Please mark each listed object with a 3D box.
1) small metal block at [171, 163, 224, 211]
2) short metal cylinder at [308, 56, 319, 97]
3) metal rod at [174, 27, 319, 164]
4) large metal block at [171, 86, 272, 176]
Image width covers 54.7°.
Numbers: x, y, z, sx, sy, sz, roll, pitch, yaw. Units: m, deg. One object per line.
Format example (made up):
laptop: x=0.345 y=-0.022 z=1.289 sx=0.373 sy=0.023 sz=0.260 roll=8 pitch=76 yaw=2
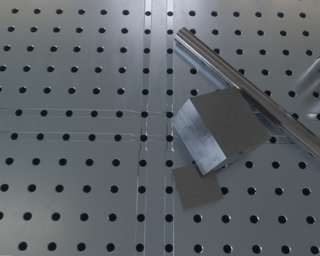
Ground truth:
small metal block: x=0.045 y=0.072 z=0.386 sx=0.050 sy=0.025 sz=0.050 roll=-15 pitch=71 yaw=-6
short metal cylinder: x=0.257 y=-0.079 z=0.429 sx=0.081 sy=0.050 sz=0.080 roll=0 pitch=70 yaw=0
metal rod: x=0.135 y=-0.039 z=0.427 sx=0.025 sy=0.025 sz=0.300 roll=-43 pitch=76 yaw=-14
large metal block: x=0.075 y=0.001 z=0.383 sx=0.081 sy=0.050 sz=0.080 roll=-17 pitch=69 yaw=-34
